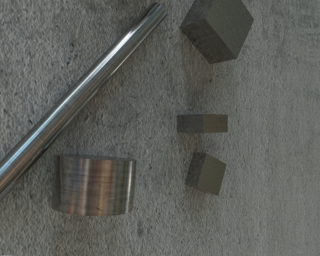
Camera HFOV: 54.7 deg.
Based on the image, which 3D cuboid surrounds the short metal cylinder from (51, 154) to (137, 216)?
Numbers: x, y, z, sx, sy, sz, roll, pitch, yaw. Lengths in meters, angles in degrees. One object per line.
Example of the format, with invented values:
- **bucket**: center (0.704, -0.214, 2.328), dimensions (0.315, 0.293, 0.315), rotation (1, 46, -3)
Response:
- **short metal cylinder**: center (-0.066, 0.055, 0.314), dimensions (0.081, 0.080, 0.050), rotation (7, 86, -40)

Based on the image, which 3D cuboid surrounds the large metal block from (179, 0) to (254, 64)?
- **large metal block**: center (0.086, -0.155, 0.460), dimensions (0.080, 0.050, 0.080), rotation (40, 66, -33)

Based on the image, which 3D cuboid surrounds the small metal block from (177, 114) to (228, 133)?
- **small metal block**: center (0.060, -0.006, 0.438), dimensions (0.050, 0.050, 0.025), rotation (-1, 91, -40)

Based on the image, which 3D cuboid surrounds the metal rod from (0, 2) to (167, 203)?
- **metal rod**: center (-0.081, -0.042, 0.336), dimensions (0.025, 0.025, 0.301), rotation (51, 60, -28)

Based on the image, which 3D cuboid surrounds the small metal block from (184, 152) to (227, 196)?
- **small metal block**: center (0.069, 0.069, 0.462), dimensions (0.050, 0.025, 0.050), rotation (29, 72, -36)
